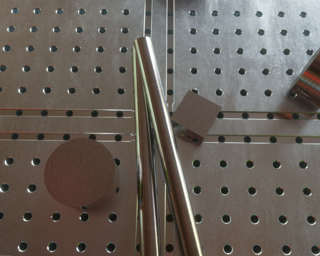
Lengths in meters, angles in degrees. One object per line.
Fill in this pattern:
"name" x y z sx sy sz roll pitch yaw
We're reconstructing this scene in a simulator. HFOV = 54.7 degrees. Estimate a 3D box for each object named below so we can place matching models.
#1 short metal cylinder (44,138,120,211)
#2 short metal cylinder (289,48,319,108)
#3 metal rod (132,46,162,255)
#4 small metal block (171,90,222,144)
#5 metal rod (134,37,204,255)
"short metal cylinder" -0.092 0.058 0.377 0.081 0.050 0.080 0 70 -1
"short metal cylinder" 0.218 -0.070 0.410 0.050 0.080 0.080 36 74 12
"metal rod" -0.019 0.024 0.402 0.025 0.025 0.299 -4 70 -1
"small metal block" 0.048 -0.015 0.417 0.050 0.025 0.050 30 73 10
"metal rod" 0.009 0.023 0.388 0.025 0.025 0.299 -12 76 -4
